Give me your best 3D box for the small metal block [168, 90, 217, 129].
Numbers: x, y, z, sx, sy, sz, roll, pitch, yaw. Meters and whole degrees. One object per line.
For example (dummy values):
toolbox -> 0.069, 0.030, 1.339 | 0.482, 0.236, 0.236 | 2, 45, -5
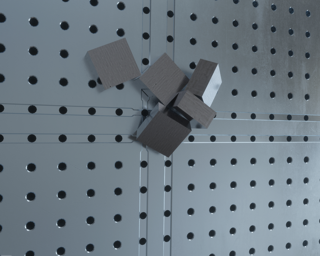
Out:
small metal block -> 0.039, -0.023, 0.413 | 0.050, 0.050, 0.025 | 36, 79, -17

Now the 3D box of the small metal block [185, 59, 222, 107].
small metal block -> 0.059, -0.056, 0.418 | 0.025, 0.050, 0.050 | 22, 77, 23

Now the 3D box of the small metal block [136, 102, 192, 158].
small metal block -> 0.005, 0.003, 0.401 | 0.050, 0.025, 0.050 | 31, 114, -18

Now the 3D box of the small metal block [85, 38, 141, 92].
small metal block -> -0.059, -0.079, 0.391 | 0.050, 0.025, 0.050 | -26, 99, -18

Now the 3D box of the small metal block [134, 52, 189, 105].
small metal block -> 0.003, -0.063, 0.413 | 0.050, 0.025, 0.050 | 46, 76, -14
